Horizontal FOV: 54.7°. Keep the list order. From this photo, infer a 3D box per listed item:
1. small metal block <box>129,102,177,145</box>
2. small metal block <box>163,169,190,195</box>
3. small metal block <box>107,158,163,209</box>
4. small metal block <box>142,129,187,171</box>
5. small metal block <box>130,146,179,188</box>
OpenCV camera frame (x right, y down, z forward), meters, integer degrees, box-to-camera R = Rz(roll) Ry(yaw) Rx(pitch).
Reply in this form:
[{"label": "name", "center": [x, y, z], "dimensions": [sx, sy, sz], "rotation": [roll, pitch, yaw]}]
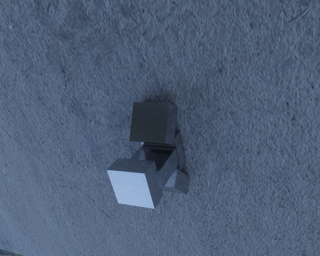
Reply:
[{"label": "small metal block", "center": [-0.008, -0.006, 0.392], "dimensions": [0.050, 0.025, 0.050], "rotation": [3, 84, 27]}, {"label": "small metal block", "center": [0.008, 0.073, 0.431], "dimensions": [0.050, 0.025, 0.050], "rotation": [2, 160, 27]}, {"label": "small metal block", "center": [-0.029, 0.064, 0.365], "dimensions": [0.050, 0.025, 0.050], "rotation": [1, 119, 27]}, {"label": "small metal block", "center": [0.005, 0.029, 0.423], "dimensions": [0.050, 0.025, 0.050], "rotation": [2, 120, 26]}, {"label": "small metal block", "center": [-0.011, 0.048, 0.393], "dimensions": [0.050, 0.050, 0.025], "rotation": [3, 120, 26]}]
